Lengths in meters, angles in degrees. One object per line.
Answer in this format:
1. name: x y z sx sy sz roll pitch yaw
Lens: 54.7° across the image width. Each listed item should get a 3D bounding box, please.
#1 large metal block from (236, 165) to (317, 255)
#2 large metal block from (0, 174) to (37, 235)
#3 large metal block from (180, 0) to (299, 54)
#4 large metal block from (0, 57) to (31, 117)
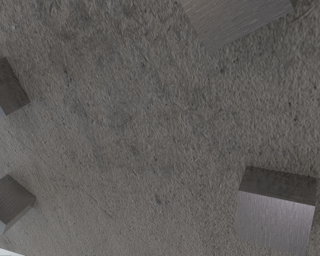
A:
1. large metal block: 0.140 0.099 0.378 0.080 0.050 0.079 8 122 24
2. large metal block: -0.319 0.156 0.636 0.080 0.080 0.050 39 129 2
3. large metal block: 0.066 -0.126 0.278 0.080 0.050 0.080 -22 107 36
4. large metal block: -0.271 -0.060 0.497 0.080 0.050 0.080 -9 114 32
